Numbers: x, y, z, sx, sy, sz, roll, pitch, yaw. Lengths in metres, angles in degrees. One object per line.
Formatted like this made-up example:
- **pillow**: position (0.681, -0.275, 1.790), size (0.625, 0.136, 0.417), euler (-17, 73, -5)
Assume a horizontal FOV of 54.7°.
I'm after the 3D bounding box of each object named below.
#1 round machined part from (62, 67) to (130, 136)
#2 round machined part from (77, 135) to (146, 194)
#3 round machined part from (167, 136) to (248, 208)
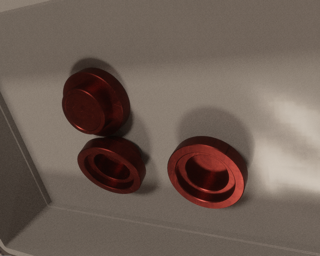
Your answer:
- **round machined part**: position (-0.094, -0.030, 0.427), size (0.098, 0.042, 0.097), euler (13, 124, 20)
- **round machined part**: position (-0.066, 0.049, 0.453), size (0.098, 0.042, 0.097), euler (13, 135, 13)
- **round machined part**: position (0.063, 0.052, 0.396), size (0.098, 0.042, 0.097), euler (13, 124, 20)
